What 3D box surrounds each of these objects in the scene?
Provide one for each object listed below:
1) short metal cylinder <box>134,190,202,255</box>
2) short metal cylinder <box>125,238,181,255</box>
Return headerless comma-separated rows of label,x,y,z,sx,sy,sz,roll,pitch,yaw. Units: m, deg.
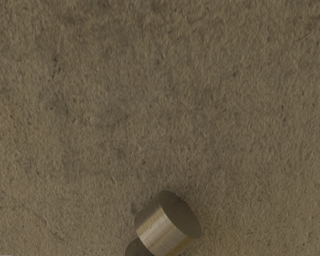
short metal cylinder,0.011,0.134,0.430,0.080,0.080,0.050,40,105,-14
short metal cylinder,-0.009,0.202,0.455,0.081,0.080,0.050,-2,110,0
